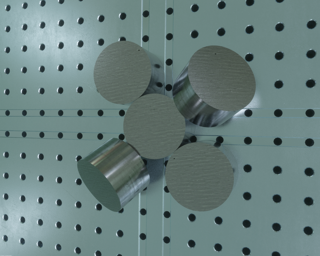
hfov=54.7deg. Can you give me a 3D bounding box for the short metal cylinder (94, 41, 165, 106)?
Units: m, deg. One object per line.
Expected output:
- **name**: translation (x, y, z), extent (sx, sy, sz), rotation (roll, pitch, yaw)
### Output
- **short metal cylinder**: translation (-0.040, -0.070, 0.412), extent (0.080, 0.050, 0.079), rotation (0, 90, 19)

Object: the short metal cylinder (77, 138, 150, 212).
- **short metal cylinder**: translation (-0.060, 0.060, 0.397), extent (0.080, 0.050, 0.079), rotation (30, 140, 29)

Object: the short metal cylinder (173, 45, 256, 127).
- **short metal cylinder**: translation (0.061, -0.046, 0.356), extent (0.081, 0.050, 0.080), rotation (6, 68, -16)

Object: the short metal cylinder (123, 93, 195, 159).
- **short metal cylinder**: translation (0.000, -0.002, 0.398), extent (0.080, 0.050, 0.079), rotation (0, 90, 19)

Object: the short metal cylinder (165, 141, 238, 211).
- **short metal cylinder**: translation (0.053, 0.056, 0.380), extent (0.080, 0.050, 0.079), rotation (0, 90, 19)
